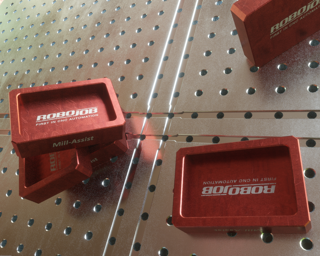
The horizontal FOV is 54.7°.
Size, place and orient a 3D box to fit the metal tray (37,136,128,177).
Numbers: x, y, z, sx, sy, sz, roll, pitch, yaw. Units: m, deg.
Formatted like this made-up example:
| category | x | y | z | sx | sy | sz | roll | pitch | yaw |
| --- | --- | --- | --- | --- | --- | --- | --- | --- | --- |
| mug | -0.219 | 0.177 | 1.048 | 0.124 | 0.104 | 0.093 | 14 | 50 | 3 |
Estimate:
| category | x | y | z | sx | sy | sz | roll | pitch | yaw |
| --- | --- | --- | --- | --- | --- | --- | --- | --- | --- |
| metal tray | -0.117 | 0.017 | 0.453 | 0.130 | 0.030 | 0.090 | -25 | 53 | 12 |

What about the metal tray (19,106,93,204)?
| category | x | y | z | sx | sy | sz | roll | pitch | yaw |
| --- | --- | --- | --- | --- | --- | --- | --- | --- | --- |
| metal tray | -0.147 | 0.025 | 0.425 | 0.090 | 0.030 | 0.130 | -28 | 52 | 10 |

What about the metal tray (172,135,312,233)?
| category | x | y | z | sx | sy | sz | roll | pitch | yaw |
| --- | --- | --- | --- | --- | --- | --- | --- | --- | --- |
| metal tray | 0.081 | 0.061 | 0.324 | 0.130 | 0.030 | 0.090 | -8 | 58 | 23 |

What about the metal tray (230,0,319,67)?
| category | x | y | z | sx | sy | sz | roll | pitch | yaw |
| --- | --- | --- | --- | --- | --- | --- | --- | --- | --- |
| metal tray | 0.157 | -0.142 | 0.370 | 0.130 | 0.090 | 0.030 | -33 | 52 | 6 |

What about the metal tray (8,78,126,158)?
| category | x | y | z | sx | sy | sz | roll | pitch | yaw |
| --- | --- | --- | --- | --- | --- | --- | --- | --- | --- |
| metal tray | -0.118 | -0.017 | 0.397 | 0.131 | 0.030 | 0.090 | -11 | 52 | -17 |
